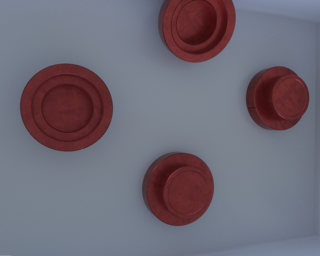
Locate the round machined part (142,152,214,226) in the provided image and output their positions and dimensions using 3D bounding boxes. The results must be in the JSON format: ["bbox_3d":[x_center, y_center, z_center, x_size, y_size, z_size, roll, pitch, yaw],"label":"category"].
[{"bbox_3d":[0.030,0.082,0.412,0.099,0.042,0.097,0,90,-20],"label":"round machined part"}]

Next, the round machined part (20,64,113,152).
[{"bbox_3d":[-0.108,-0.023,0.362,0.099,0.042,0.097,0,90,-20],"label":"round machined part"}]

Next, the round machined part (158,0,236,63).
[{"bbox_3d":[0.044,-0.139,0.404,0.099,0.042,0.097,-8,119,-14],"label":"round machined part"}]

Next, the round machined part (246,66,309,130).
[{"bbox_3d":[0.184,-0.045,0.469,0.099,0.042,0.097,0,90,-20],"label":"round machined part"}]
